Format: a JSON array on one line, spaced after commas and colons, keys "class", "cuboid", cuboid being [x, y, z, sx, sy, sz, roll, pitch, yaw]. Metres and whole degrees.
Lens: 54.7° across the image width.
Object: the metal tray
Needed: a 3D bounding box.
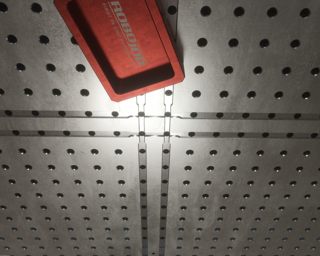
[{"class": "metal tray", "cuboid": [-0.036, -0.096, 0.326, 0.090, 0.030, 0.130, -16, 129, 13]}]
